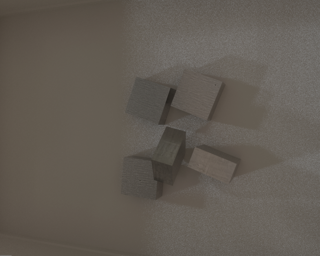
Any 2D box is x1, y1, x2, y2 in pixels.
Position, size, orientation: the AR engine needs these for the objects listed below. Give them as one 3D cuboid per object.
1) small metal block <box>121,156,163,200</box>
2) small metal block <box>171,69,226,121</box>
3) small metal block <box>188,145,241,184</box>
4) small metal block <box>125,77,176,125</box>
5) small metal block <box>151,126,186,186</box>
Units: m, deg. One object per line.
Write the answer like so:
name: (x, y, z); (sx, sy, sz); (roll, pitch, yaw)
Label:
small metal block: (-0.023, 0.066, 0.418); (0.050, 0.025, 0.050); (6, 92, 20)
small metal block: (0.048, -0.042, 0.393); (0.050, 0.025, 0.050); (23, 98, 18)
small metal block: (0.067, 0.042, 0.373); (0.050, 0.050, 0.025); (22, 98, 18)
small metal block: (-0.012, -0.036, 0.415); (0.050, 0.025, 0.050); (21, 97, 18)
small metal block: (0.012, 0.035, 0.381); (0.025, 0.050, 0.050); (15, 55, 14)
